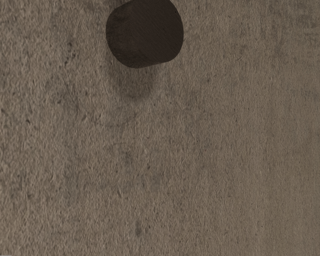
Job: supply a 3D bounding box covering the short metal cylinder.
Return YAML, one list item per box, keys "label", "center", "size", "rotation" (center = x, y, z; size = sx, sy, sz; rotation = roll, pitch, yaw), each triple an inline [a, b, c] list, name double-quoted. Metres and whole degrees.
- label: "short metal cylinder"
  center: [-0.018, -0.116, 0.375]
  size: [0.081, 0.050, 0.079]
  rotation: [0, 90, -40]
